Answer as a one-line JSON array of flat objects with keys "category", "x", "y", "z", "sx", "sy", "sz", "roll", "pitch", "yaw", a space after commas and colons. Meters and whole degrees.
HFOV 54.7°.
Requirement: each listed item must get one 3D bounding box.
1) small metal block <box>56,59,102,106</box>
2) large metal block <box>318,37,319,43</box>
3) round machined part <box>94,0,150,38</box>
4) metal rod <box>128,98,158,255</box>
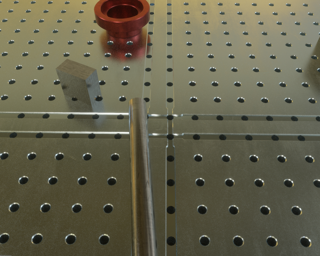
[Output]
[{"category": "small metal block", "x": -0.116, "y": -0.065, "z": 0.445, "sx": 0.050, "sy": 0.050, "sz": 0.025, "roll": 22, "pitch": 54, "yaw": 17}, {"category": "large metal block", "x": 0.318, "y": -0.157, "z": 0.506, "sx": 0.050, "sy": 0.080, "sz": 0.080, "roll": -10, "pitch": 51, "yaw": -8}, {"category": "round machined part", "x": -0.067, "y": -0.201, "z": 0.565, "sx": 0.099, "sy": 0.042, "sz": 0.098, "roll": 0, "pitch": 50, "yaw": 0}, {"category": "metal rod", "x": -0.019, "y": 0.080, "z": 0.339, "sx": 0.025, "sy": 0.025, "sz": 0.300, "roll": -4, "pitch": 50, "yaw": -3}]
